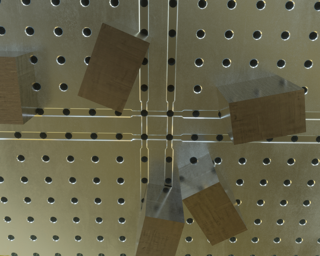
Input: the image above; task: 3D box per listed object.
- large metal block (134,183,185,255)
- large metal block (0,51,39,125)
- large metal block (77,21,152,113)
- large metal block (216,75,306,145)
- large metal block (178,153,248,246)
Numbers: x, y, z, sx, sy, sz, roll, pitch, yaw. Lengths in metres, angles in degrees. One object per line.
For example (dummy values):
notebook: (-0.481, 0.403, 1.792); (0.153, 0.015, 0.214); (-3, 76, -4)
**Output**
large metal block: (-0.002, 0.136, 0.434); (0.050, 0.080, 0.079); (12, 110, -4)
large metal block: (-0.202, -0.051, 0.380); (0.080, 0.050, 0.079); (2, 110, -1)
large metal block: (-0.049, -0.074, 0.357); (0.050, 0.080, 0.080); (22, 109, -8)
large metal block: (0.118, -0.025, 0.376); (0.080, 0.080, 0.050); (-10, 110, 4)
large metal block: (0.069, 0.094, 0.419); (0.050, 0.080, 0.080); (-29, 108, 10)
